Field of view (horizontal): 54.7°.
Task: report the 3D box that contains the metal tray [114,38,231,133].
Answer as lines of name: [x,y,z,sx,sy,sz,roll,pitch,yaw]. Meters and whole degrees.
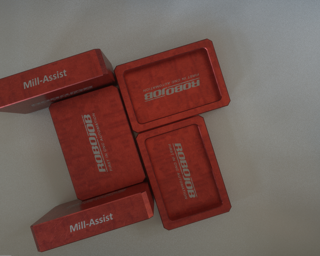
metal tray: [0.016,-0.054,0.407,0.131,0.030,0.090,-17,90,-1]

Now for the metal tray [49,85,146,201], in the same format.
metal tray: [-0.079,0.019,0.405,0.090,0.030,0.129,-17,90,-1]

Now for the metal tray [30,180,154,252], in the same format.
metal tray: [-0.074,0.101,0.375,0.131,0.090,0.030,-17,90,-1]

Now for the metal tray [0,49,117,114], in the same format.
metal tray: [-0.123,-0.052,0.374,0.131,0.090,0.030,-18,90,-1]

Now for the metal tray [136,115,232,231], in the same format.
metal tray: [0.030,0.057,0.408,0.090,0.030,0.129,-17,90,-1]
